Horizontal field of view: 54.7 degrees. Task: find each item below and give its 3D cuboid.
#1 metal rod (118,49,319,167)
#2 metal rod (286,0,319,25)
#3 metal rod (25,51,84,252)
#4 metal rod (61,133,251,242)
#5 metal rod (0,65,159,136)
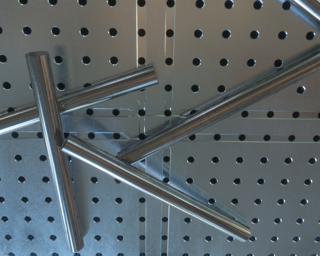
[{"bbox_3d":[0.080,-0.023,0.405,0.301,0.025,0.025,-27,108,9],"label":"metal rod"},{"bbox_3d":[0.152,-0.160,0.356,0.301,0.025,0.025,31,107,-11],"label":"metal rod"},{"bbox_3d":[-0.133,0.050,0.411,0.025,0.025,0.298,-1,117,0],"label":"metal rod"},{"bbox_3d":[0.007,0.090,0.428,0.301,0.025,0.025,31,107,-18],"label":"metal rod"},{"bbox_3d":[-0.148,-0.023,0.402,0.301,0.025,0.025,-17,109,5],"label":"metal rod"}]
